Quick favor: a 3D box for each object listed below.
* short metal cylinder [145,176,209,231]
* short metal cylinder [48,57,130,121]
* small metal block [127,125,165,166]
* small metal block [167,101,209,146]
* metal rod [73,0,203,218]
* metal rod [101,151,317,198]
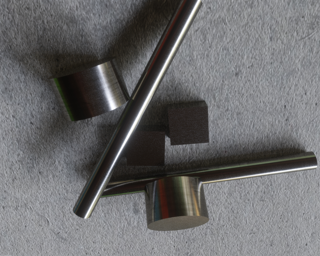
[{"bbox_3d":[0.021,0.103,0.413,0.081,0.050,0.080,-5,150,-3],"label":"short metal cylinder"},{"bbox_3d":[-0.081,-0.047,0.362,0.080,0.080,0.050,-15,109,5],"label":"short metal cylinder"},{"bbox_3d":[-0.019,0.023,0.418,0.050,0.025,0.050,1,110,-1],"label":"small metal block"},{"bbox_3d":[0.037,-0.006,0.408,0.050,0.025,0.050,-5,110,1],"label":"small metal block"},{"bbox_3d":[-0.032,-0.019,0.380,0.025,0.025,0.299,27,100,-10],"label":"metal rod"},{"bbox_3d":[0.062,0.066,0.434,0.302,0.025,0.025,-8,110,2],"label":"metal rod"}]
